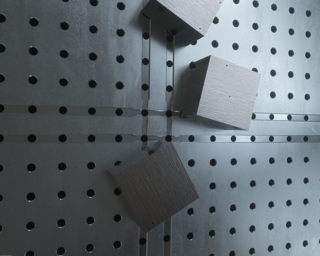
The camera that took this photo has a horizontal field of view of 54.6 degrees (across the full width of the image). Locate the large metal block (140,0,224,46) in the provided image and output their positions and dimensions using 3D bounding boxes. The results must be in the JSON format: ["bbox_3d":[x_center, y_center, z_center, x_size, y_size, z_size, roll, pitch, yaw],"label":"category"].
[{"bbox_3d":[0.034,-0.171,0.411,0.080,0.050,0.080,31,80,-17],"label":"large metal block"}]

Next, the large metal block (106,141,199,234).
[{"bbox_3d":[-0.010,0.071,0.396,0.080,0.050,0.080,-29,100,-18],"label":"large metal block"}]

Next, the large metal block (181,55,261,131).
[{"bbox_3d":[0.084,-0.045,0.430,0.080,0.050,0.080,16,85,-19],"label":"large metal block"}]
